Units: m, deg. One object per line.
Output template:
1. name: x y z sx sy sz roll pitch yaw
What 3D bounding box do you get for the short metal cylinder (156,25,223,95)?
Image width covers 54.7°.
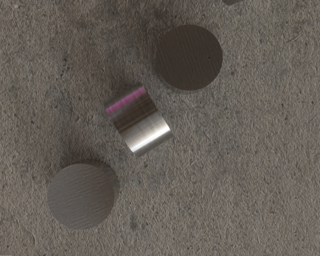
1. short metal cylinder: 0.035 -0.085 0.397 0.081 0.050 0.080 0 90 0

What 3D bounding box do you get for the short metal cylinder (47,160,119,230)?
1. short metal cylinder: -0.095 0.082 0.397 0.081 0.050 0.080 0 90 0

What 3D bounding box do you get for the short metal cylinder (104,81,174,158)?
1. short metal cylinder: -0.025 -0.011 0.382 0.050 0.080 0.080 -32 90 0

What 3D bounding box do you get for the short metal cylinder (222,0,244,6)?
1. short metal cylinder: 0.098 -0.201 0.383 0.050 0.080 0.080 -23 90 0
